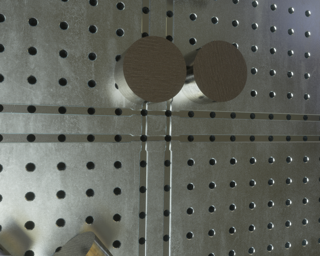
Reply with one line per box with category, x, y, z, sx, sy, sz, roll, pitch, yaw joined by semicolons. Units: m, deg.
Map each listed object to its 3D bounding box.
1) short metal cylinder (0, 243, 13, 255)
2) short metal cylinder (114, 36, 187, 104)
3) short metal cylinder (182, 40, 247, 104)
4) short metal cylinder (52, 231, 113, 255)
short metal cylinder;-0.185;0.162;0.315;0.080;0.080;0.050;-40;103;-16
short metal cylinder;-0.013;-0.071;0.394;0.081;0.050;0.079;0;90;-20
short metal cylinder;0.071;-0.074;0.425;0.081;0.050;0.079;0;90;-20
short metal cylinder;-0.092;0.165;0.350;0.080;0.080;0.050;-38;103;-16
